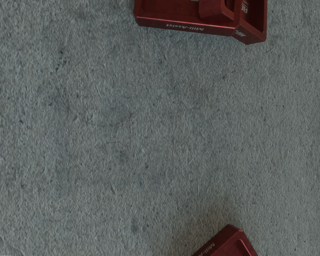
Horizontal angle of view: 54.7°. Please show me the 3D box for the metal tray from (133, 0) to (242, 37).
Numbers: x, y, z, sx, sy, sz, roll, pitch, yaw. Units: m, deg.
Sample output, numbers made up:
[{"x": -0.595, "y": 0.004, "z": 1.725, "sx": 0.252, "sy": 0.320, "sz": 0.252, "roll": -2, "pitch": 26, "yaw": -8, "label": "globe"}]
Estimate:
[{"x": 0.037, "y": -0.172, "z": 0.394, "sx": 0.131, "sy": 0.030, "sz": 0.089, "roll": 7, "pitch": 87, "yaw": 2, "label": "metal tray"}]

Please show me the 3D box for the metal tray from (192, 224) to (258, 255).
[{"x": 0.081, "y": 0.213, "z": 0.436, "sx": 0.131, "sy": 0.030, "sz": 0.090, "roll": -35, "pitch": 101, "yaw": -17, "label": "metal tray"}]

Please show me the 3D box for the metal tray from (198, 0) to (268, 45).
[{"x": 0.102, "y": -0.172, "z": 0.410, "sx": 0.131, "sy": 0.030, "sz": 0.089, "roll": 6, "pitch": 85, "yaw": -48, "label": "metal tray"}]
